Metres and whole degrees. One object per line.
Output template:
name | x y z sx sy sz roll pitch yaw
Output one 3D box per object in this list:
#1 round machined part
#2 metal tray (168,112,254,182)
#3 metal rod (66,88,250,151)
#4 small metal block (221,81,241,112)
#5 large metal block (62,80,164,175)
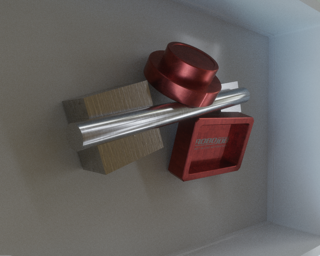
round machined part | 0.033 -0.072 0.384 0.099 0.098 0.042 -6 135 -40
metal tray | 0.077 0.023 0.450 0.131 0.030 0.089 -2 111 -41
metal rod | 0.028 -0.022 0.372 0.302 0.025 0.025 -16 101 -46
small metal block | 0.101 -0.046 0.491 0.050 0.025 0.050 -15 100 -39
large metal block | -0.051 -0.003 0.346 0.081 0.050 0.079 -23 105 -38
